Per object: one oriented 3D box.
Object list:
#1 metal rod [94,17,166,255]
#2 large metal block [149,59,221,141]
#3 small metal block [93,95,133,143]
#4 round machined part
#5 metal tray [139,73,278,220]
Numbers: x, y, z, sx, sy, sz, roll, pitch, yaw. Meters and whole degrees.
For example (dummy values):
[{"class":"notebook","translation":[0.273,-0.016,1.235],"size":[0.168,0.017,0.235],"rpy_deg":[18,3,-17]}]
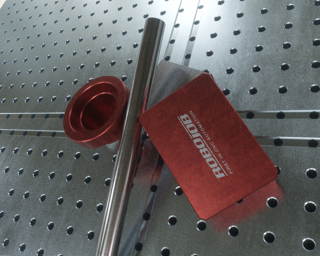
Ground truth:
[{"class":"metal rod","translation":[-0.034,0.015,0.362],"size":[0.025,0.025,0.299],"rpy_deg":[6,80,31]},{"class":"large metal block","translation":[0.020,-0.033,0.398],"size":[0.080,0.050,0.080],"rpy_deg":[25,75,36]},{"class":"small metal block","translation":[-0.069,-0.013,0.449],"size":[0.050,0.025,0.050],"rpy_deg":[-20,54,16]},{"class":"round machined part","translation":[-0.075,-0.017,0.407],"size":[0.098,0.042,0.098],"rpy_deg":[-15,55,23]},{"class":"metal tray","translation":[0.049,0.018,0.331],"size":[0.090,0.030,0.130],"rpy_deg":[-34,76,6]}]
